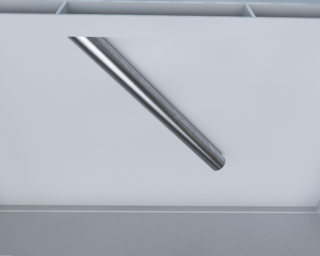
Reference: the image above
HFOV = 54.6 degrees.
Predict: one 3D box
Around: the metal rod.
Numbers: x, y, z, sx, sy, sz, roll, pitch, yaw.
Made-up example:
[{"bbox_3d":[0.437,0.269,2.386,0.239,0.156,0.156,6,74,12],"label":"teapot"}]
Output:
[{"bbox_3d":[-0.012,-0.035,0.378,0.025,0.025,0.300,-33,123,25],"label":"metal rod"}]
